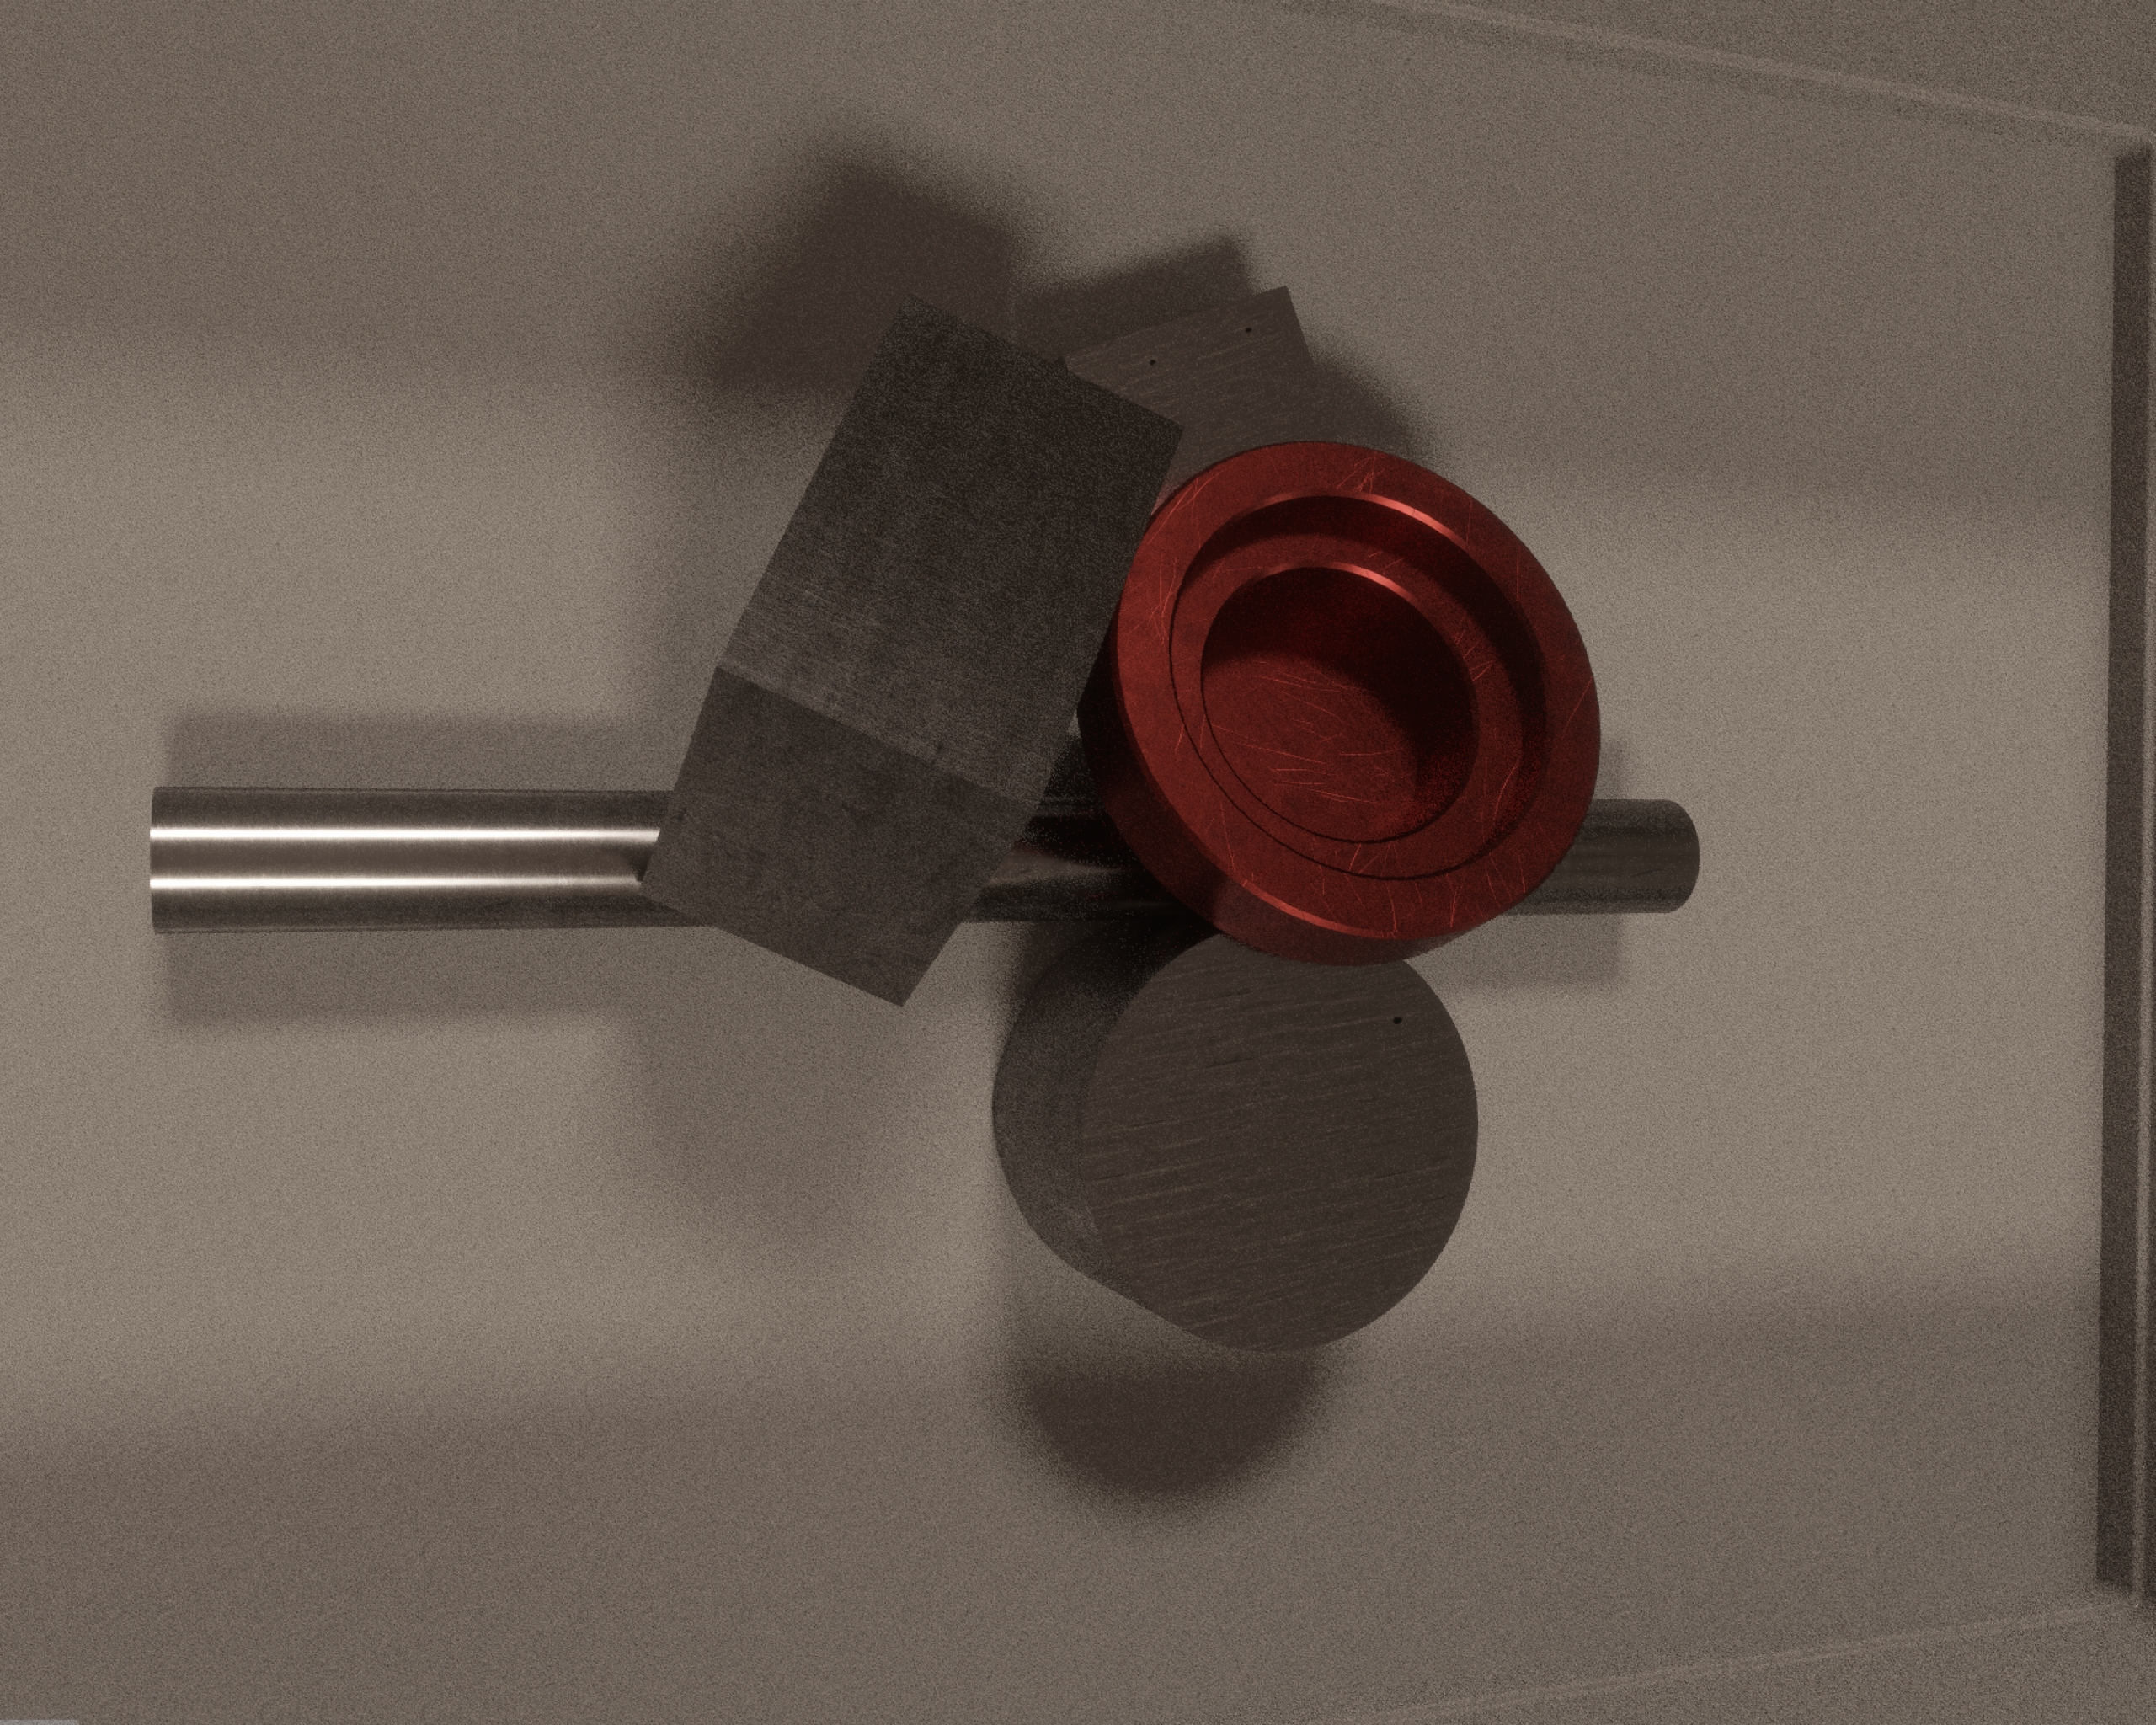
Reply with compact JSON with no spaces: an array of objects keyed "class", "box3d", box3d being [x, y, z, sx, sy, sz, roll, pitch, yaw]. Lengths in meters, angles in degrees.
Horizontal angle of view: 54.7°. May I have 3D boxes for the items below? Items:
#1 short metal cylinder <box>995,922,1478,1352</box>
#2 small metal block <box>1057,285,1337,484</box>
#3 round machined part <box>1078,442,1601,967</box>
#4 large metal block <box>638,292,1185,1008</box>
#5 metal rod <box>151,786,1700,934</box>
[{"class":"short metal cylinder","box3d":[0.030,0.050,0.407,0.081,0.050,0.079,0,90,-21]},{"class":"small metal block","box3d":[0.023,-0.082,0.419,0.050,0.025,0.050,-22,98,-19]},{"class":"round machined part","box3d":[0.046,-0.027,0.398,0.099,0.042,0.098,6,70,-18]},{"class":"large metal block","box3d":[-0.030,-0.033,0.354,0.050,0.080,0.080,25,59,-8]},{"class":"metal rod","box3d":[-0.013,-0.001,0.403,0.303,0.025,0.025,0,90,-21]}]
